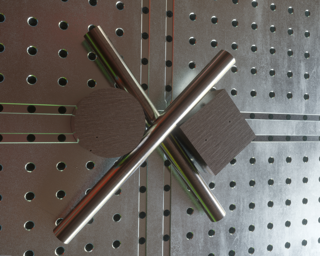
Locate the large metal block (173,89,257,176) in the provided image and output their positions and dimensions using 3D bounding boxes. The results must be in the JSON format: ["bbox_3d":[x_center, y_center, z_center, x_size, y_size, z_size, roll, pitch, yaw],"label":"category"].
[{"bbox_3d":[0.068,0.005,0.420,0.080,0.050,0.080,-40,103,-16],"label":"large metal block"}]

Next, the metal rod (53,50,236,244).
[{"bbox_3d":[-0.015,0.019,0.381,0.025,0.025,0.300,44,84,-15],"label":"metal rod"}]

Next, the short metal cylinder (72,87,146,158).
[{"bbox_3d":[-0.063,-0.006,0.372,0.081,0.050,0.079,0,90,-20],"label":"short metal cylinder"}]

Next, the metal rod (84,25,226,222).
[{"bbox_3d":[0.000,0.003,0.408,0.025,0.025,0.299,-38,102,-16],"label":"metal rod"}]
